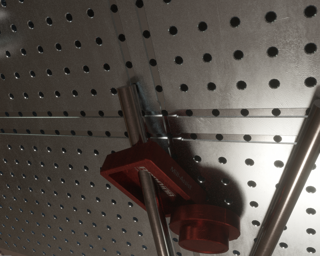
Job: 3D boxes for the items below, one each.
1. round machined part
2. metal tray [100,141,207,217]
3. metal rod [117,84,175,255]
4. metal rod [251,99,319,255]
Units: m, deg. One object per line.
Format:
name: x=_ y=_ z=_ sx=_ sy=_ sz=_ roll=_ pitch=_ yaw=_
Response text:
round machined part: x=0.062 y=0.145 z=0.431 sx=0.099 sy=0.042 sz=0.098 roll=6 pitch=145 yaw=5
metal tray: x=-0.007 y=0.078 z=0.431 sx=0.090 sy=0.030 sz=0.130 roll=-19 pitch=128 yaw=35
metal rod: x=-0.013 y=0.087 z=0.438 sx=0.025 sy=0.025 sz=0.298 roll=-4 pitch=107 yaw=29
metal rod: x=0.154 y=0.101 z=0.391 sx=0.025 sy=0.025 sz=0.298 roll=18 pitch=126 yaw=17
